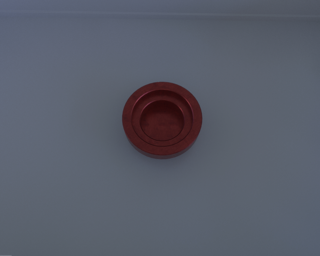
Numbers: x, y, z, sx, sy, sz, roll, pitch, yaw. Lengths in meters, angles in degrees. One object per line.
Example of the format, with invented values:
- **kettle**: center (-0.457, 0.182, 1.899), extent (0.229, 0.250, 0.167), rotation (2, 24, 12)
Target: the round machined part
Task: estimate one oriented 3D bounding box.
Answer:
- **round machined part**: center (0.003, -0.007, 0.399), extent (0.099, 0.042, 0.098), rotation (0, 70, -1)
